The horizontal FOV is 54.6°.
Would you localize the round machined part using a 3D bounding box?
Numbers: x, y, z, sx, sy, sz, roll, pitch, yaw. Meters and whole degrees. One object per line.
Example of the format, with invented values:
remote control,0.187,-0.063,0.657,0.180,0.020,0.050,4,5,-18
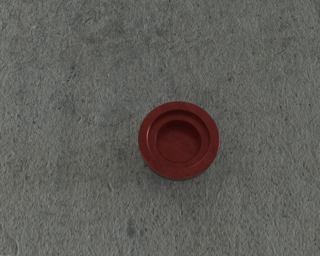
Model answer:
round machined part,0.023,0.019,0.392,0.099,0.042,0.098,0,70,0
